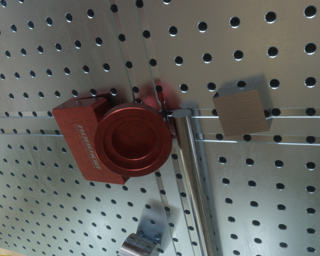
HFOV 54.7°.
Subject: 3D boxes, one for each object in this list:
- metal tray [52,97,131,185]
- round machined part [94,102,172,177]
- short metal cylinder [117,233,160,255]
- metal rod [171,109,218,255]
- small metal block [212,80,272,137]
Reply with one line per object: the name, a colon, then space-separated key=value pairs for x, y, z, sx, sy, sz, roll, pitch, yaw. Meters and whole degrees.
metal tray: x=-0.098 y=0.021 z=0.464 sx=0.090 sy=0.030 sz=0.129 roll=-1 pitch=118 yaw=36
round machined part: x=-0.035 y=0.012 z=0.408 sx=0.099 sy=0.042 sz=0.097 roll=-2 pitch=113 yaw=-3
short metal cylinder: x=-0.039 y=0.231 z=0.537 sx=0.050 sy=0.080 sz=0.079 roll=16 pitch=125 yaw=19
metal rod: x=0.058 y=0.112 z=0.449 sx=0.025 sy=0.025 sz=0.298 roll=1 pitch=119 yaw=27
small metal block: x=0.093 y=-0.021 z=0.349 sx=0.050 sy=0.025 sz=0.050 roll=-10 pitch=114 yaw=32
